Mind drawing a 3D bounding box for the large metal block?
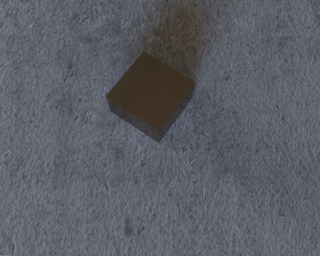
[{"bbox_3d":[-0.011,-0.040,0.409,0.080,0.050,0.080,33,73,11],"label":"large metal block"}]
